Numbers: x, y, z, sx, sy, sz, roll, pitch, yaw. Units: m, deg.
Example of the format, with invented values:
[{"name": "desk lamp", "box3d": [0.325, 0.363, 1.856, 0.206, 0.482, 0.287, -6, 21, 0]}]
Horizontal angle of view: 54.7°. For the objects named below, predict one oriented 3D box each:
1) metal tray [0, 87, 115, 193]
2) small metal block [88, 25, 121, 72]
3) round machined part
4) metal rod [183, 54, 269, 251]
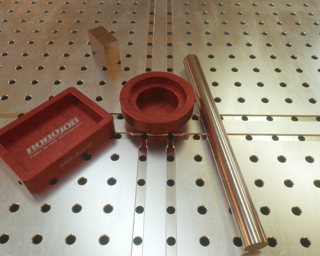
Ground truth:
[{"name": "metal tray", "box3d": [-0.135, 0.009, 0.395, 0.090, 0.030, 0.131, 35, 58, 26]}, {"name": "small metal block", "box3d": [-0.089, -0.128, 0.498, 0.025, 0.050, 0.050, -30, 56, -22]}, {"name": "round machined part", "box3d": [-0.004, -0.030, 0.421, 0.099, 0.042, 0.098, 0, 50, 0]}, {"name": "metal rod", "box3d": [0.073, 0.005, 0.403, 0.025, 0.025, 0.300, -7, 50, -6]}]
